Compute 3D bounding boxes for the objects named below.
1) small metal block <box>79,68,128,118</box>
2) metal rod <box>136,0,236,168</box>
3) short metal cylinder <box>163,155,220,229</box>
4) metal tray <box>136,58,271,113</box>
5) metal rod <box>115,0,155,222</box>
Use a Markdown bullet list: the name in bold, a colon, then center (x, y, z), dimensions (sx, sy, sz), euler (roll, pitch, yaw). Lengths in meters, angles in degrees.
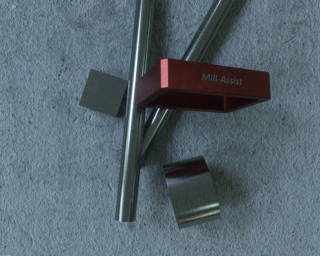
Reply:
- **small metal block**: center (-0.072, -0.045, 0.409), dimensions (0.050, 0.025, 0.050), euler (19, 90, -1)
- **metal rod**: center (0.037, -0.081, 0.410), dimensions (0.025, 0.025, 0.299), euler (29, 90, -1)
- **short metal cylinder**: center (0.038, 0.079, 0.383), dimensions (0.050, 0.080, 0.080), euler (-15, 90, 0)
- **metal tray**: center (0.047, -0.043, 0.355), dimensions (0.131, 0.090, 0.030), euler (3, 81, -22)
- **metal rod**: center (-0.030, -0.036, 0.392), dimensions (0.025, 0.025, 0.298), euler (5, 83, -1)
